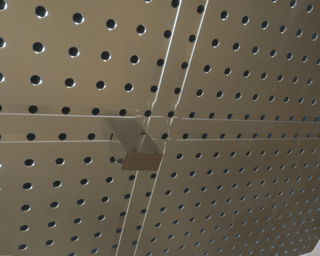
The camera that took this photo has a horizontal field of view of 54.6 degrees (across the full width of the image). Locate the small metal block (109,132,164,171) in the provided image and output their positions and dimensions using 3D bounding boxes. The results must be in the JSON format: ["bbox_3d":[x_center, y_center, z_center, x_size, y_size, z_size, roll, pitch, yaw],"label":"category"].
[{"bbox_3d":[-0.031,0.030,0.396,0.050,0.050,0.025,6,116,-31],"label":"small metal block"}]
